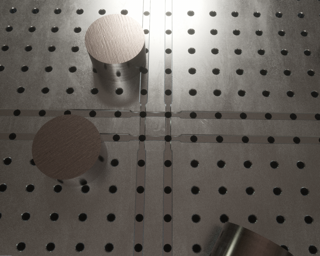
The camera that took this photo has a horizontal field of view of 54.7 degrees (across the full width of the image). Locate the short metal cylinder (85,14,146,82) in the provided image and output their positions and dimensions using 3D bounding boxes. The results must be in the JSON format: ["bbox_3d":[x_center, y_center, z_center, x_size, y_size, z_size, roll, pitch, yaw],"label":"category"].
[{"bbox_3d":[-0.061,-0.112,0.439,0.081,0.050,0.080,0,70,0],"label":"short metal cylinder"}]

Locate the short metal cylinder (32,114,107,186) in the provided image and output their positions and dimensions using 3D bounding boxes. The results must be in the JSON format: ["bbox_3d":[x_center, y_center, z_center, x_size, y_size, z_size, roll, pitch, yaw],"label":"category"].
[{"bbox_3d":[-0.110,0.029,0.386,0.081,0.050,0.080,0,70,-1],"label":"short metal cylinder"}]

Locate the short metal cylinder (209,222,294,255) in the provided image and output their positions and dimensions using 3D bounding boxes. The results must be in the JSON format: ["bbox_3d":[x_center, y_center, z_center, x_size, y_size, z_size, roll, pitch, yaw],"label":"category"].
[{"bbox_3d":[0.096,0.144,0.331,0.080,0.080,0.050,28,73,9],"label":"short metal cylinder"}]
